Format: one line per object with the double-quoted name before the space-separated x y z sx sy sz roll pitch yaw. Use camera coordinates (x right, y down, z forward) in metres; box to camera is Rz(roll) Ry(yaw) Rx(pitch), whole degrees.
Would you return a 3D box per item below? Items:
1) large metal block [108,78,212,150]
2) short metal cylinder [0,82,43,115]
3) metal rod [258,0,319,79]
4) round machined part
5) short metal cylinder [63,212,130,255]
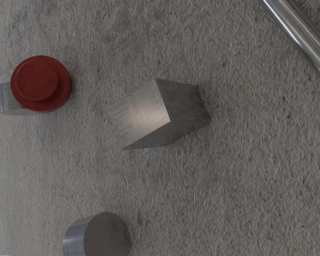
"large metal block" 0.000 -0.013 0.369 0.080 0.081 0.050 -30 71 36
"short metal cylinder" -0.255 -0.054 0.579 0.080 0.081 0.050 -10 84 39
"metal rod" 0.117 -0.125 0.308 0.025 0.025 0.299 -41 65 32
"round machined part" -0.203 -0.077 0.525 0.042 0.099 0.097 136 135 -82
"short metal cylinder" -0.090 0.165 0.443 0.050 0.081 0.080 -25 75 37
